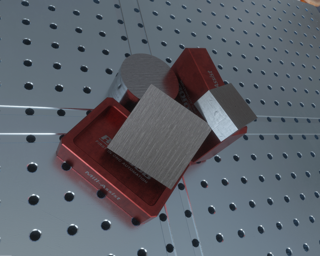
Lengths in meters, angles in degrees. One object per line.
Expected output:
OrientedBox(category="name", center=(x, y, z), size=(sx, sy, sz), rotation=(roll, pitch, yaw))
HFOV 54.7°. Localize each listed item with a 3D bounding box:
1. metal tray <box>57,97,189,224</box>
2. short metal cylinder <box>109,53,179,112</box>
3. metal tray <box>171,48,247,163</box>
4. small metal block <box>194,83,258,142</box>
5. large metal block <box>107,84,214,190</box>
OrientedBox(category="metal tray", center=(-0.040, 0.035, 0.362), size=(0.130, 0.030, 0.090), rotation=(40, 51, -1))
OrientedBox(category="short metal cylinder", center=(-0.022, -0.052, 0.413), size=(0.081, 0.050, 0.080), rotation=(14, 56, -21))
OrientedBox(category="metal tray", center=(0.051, -0.030, 0.414), size=(0.030, 0.090, 0.130), rotation=(-10, 67, -33))
OrientedBox(category="small metal block", center=(0.073, -0.019, 0.340), size=(0.050, 0.025, 0.050), rotation=(-22, 74, -48))
OrientedBox(category="large metal block", center=(-0.002, 0.009, 0.347), size=(0.080, 0.050, 0.080), rotation=(35, 87, -6))
